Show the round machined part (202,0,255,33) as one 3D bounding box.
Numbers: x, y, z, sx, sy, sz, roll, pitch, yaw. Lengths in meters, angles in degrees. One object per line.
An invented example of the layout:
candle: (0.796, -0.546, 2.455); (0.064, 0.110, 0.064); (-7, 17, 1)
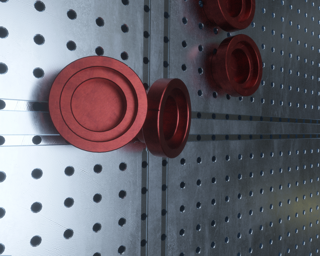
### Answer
round machined part: (0.105, -0.200, 0.488); (0.099, 0.042, 0.097); (0, 90, -40)

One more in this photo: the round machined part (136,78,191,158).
round machined part: (0.002, -0.013, 0.386); (0.099, 0.042, 0.097); (-18, 110, -62)

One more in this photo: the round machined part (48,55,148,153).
round machined part: (-0.065, -0.024, 0.329); (0.099, 0.042, 0.097); (0, 90, -16)

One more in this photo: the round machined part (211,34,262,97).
round machined part: (0.121, -0.099, 0.502); (0.099, 0.042, 0.097); (0, 90, -40)
